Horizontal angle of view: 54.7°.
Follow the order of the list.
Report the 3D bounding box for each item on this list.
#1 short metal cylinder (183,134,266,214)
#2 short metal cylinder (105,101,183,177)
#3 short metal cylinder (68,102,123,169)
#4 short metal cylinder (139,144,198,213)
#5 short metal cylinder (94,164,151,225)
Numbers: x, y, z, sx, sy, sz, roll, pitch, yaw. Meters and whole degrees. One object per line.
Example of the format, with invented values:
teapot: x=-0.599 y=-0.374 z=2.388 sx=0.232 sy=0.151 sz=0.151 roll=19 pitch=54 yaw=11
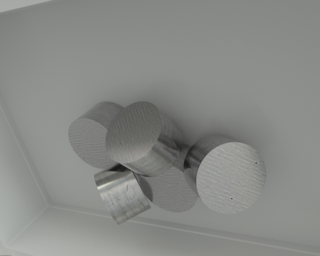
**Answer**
short metal cylinder: x=0.073 y=0.051 z=0.356 sx=0.081 sy=0.050 sz=0.079 roll=-2 pitch=98 yaw=-11
short metal cylinder: x=-0.019 y=0.014 z=0.379 sx=0.080 sy=0.080 sz=0.050 roll=-8 pitch=150 yaw=31
short metal cylinder: x=-0.080 y=0.010 z=0.436 sx=0.080 sy=0.050 sz=0.079 roll=13 pitch=124 yaw=20
short metal cylinder: x=0.020 y=0.067 z=0.420 sx=0.080 sy=0.050 sz=0.079 roll=13 pitch=124 yaw=20
short metal cylinder: x=-0.053 y=0.090 z=0.445 sx=0.050 sy=0.080 sz=0.080 roll=-27 pitch=109 yaw=-7
